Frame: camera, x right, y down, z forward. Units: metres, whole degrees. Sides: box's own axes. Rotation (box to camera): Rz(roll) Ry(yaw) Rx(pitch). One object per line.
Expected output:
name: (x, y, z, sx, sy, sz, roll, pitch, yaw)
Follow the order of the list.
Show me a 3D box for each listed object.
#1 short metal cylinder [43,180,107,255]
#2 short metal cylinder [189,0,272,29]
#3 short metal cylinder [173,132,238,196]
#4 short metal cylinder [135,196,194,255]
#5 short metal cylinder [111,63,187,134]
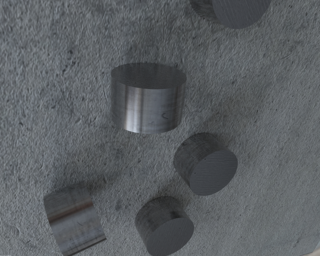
short metal cylinder: (-0.104, 0.111, 0.383, 0.050, 0.080, 0.080, -21, 127, -16)
short metal cylinder: (0.077, -0.154, 0.337, 0.081, 0.050, 0.079, -14, 124, -21)
short metal cylinder: (0.067, 0.053, 0.460, 0.081, 0.050, 0.079, -14, 124, -21)
short metal cylinder: (0.007, 0.155, 0.490, 0.081, 0.050, 0.079, -14, 124, -21)
short metal cylinder: (-0.014, -0.035, 0.342, 0.081, 0.080, 0.050, -9, 122, -24)
